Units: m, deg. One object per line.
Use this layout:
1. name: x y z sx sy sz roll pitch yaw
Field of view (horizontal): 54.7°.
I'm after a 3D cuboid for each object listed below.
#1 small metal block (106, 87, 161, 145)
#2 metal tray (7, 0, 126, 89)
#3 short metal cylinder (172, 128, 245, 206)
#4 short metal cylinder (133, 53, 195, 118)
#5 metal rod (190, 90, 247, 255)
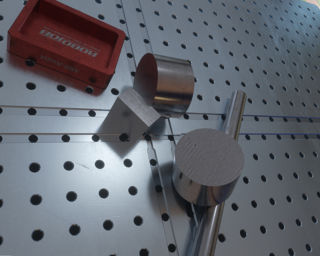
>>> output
1. small metal block: -0.034 -0.014 0.382 0.050 0.050 0.025 44 51 2
2. metal tray: -0.118 -0.116 0.411 0.131 0.030 0.090 21 54 -16
3. short metal cylinder: 0.056 0.047 0.376 0.081 0.050 0.080 1 51 -1
4. short metal cylinder: 0.002 -0.054 0.407 0.050 0.080 0.080 4 60 -26
5. metal rod: 0.084 0.057 0.418 0.025 0.025 0.300 30 52 -9
